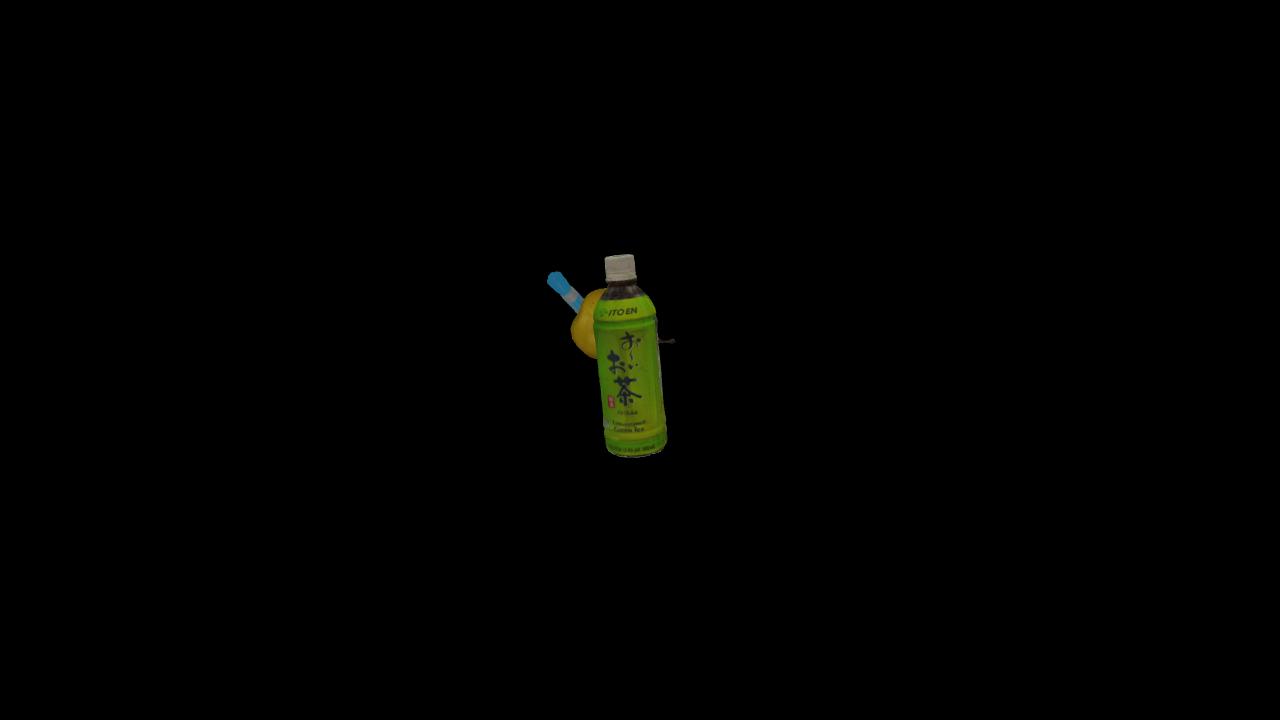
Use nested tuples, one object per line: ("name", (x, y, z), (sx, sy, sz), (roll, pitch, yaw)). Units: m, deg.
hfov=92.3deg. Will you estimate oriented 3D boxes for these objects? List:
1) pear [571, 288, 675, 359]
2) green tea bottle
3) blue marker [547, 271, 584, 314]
("pear", (-0.019, -0.029, 0.687), (0.111, 0.080, 0.080), (27, -2, -4))
("green tea bottle", (-0.012, -0.005, 0.656), (0.073, 0.212, 0.073), (-4, 12, 1))
("blue marker", (-0.069, -0.062, 0.709), (0.020, 0.020, 0.121), (0, -29, 31))
